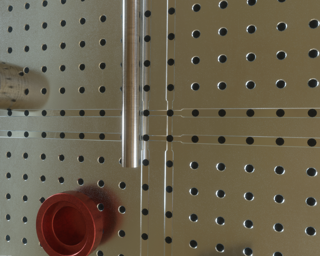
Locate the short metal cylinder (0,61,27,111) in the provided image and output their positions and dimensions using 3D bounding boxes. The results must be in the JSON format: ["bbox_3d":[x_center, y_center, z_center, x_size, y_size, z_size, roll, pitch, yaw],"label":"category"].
[{"bbox_3d":[-0.262,-0.068,0.492,0.080,0.050,0.080,0,90,20],"label":"short metal cylinder"}]

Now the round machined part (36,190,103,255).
[{"bbox_3d":[-0.125,0.139,0.448,0.098,0.042,0.097,0,90,20],"label":"round machined part"}]

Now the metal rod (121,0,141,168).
[{"bbox_3d":[-0.040,-0.096,0.426,0.025,0.025,0.298,0,90,20],"label":"metal rod"}]
